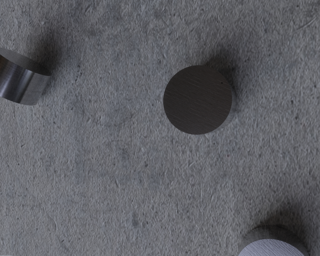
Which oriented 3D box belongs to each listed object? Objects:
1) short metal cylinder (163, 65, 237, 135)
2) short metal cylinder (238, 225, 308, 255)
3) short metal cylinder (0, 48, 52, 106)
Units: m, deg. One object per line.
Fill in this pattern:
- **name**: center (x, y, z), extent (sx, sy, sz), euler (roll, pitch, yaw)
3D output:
- **short metal cylinder**: center (0.050, -0.032, 0.378), extent (0.080, 0.050, 0.080), euler (0, 90, 20)
- **short metal cylinder**: center (0.128, 0.157, 0.350), extent (0.080, 0.050, 0.080), euler (0, 90, 20)
- **short metal cylinder**: center (-0.208, -0.075, 0.453), extent (0.080, 0.080, 0.050), euler (34, 101, 16)
